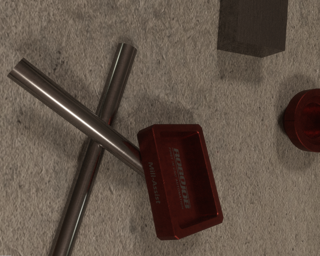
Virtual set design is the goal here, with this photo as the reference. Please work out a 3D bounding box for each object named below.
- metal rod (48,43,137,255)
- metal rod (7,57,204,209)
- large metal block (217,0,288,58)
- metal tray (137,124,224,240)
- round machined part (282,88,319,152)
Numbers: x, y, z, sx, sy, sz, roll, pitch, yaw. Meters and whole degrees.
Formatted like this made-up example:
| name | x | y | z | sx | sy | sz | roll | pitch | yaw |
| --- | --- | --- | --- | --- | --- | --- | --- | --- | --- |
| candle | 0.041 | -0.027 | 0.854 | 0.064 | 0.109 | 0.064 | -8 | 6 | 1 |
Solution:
| name | x | y | z | sx | sy | sz | roll | pitch | yaw |
| --- | --- | --- | --- | --- | --- | --- | --- | --- | --- |
| metal rod | -0.084 | 0.040 | 0.378 | 0.025 | 0.025 | 0.299 | 19 | 84 | -20 |
| metal rod | -0.041 | 0.028 | 0.372 | 0.300 | 0.025 | 0.025 | 41 | 77 | -25 |
| large metal block | 0.133 | -0.152 | 0.446 | 0.081 | 0.050 | 0.080 | 5 | 89 | -20 |
| metal tray | 0.026 | 0.061 | 0.381 | 0.091 | 0.030 | 0.129 | -1 | 74 | -44 |
| round machined part | 0.235 | -0.012 | 0.489 | 0.099 | 0.042 | 0.097 | 0 | 90 | -21 |
